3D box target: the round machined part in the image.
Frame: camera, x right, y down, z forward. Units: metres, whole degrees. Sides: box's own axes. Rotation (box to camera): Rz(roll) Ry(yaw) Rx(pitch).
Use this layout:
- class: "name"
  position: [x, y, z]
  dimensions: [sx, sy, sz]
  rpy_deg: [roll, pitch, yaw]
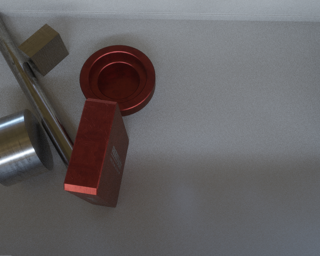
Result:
- class: "round machined part"
  position: [-0.055, -0.060, 0.422]
  dimensions: [0.099, 0.042, 0.098]
  rpy_deg: [0, 70, -1]

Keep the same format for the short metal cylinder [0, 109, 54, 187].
- class: "short metal cylinder"
  position: [-0.169, 0.023, 0.370]
  dimensions: [0.050, 0.080, 0.080]
  rpy_deg: [-21, 72, -8]

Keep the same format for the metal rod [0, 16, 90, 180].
- class: "metal rod"
  position: [-0.176, -0.054, 0.427]
  dimensions: [0.025, 0.025, 0.299]
  rpy_deg: [-32, 73, -11]

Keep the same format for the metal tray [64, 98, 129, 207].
- class: "metal tray"
  position: [-0.063, 0.035, 0.341]
  dimensions: [0.030, 0.130, 0.090]
  rpy_deg: [8, 70, 3]

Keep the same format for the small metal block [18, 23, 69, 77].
- class: "small metal block"
  position: [-0.161, -0.108, 0.434]
  dimensions: [0.025, 0.050, 0.050]
  rpy_deg: [39, 74, 12]
